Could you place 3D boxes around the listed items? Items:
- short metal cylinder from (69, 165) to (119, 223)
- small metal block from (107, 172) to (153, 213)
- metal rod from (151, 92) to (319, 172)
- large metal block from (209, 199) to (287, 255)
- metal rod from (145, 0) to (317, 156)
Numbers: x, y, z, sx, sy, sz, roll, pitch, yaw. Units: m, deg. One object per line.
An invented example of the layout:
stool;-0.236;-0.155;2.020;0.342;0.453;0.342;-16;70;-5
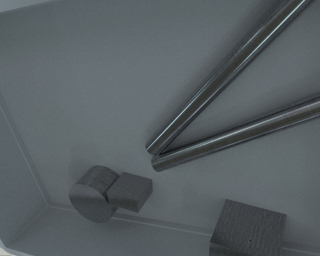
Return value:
short metal cylinder;-0.101;0.109;0.511;0.080;0.050;0.079;13;124;20
small metal block;-0.045;0.097;0.475;0.050;0.050;0.025;11;123;21
metal rod;0.107;0.001;0.352;0.299;0.025;0.025;-24;106;36
large metal block;0.115;0.147;0.403;0.080;0.080;0.050;11;123;22
metal rod;0.069;-0.057;0.335;0.025;0.025;0.298;42;129;-1
